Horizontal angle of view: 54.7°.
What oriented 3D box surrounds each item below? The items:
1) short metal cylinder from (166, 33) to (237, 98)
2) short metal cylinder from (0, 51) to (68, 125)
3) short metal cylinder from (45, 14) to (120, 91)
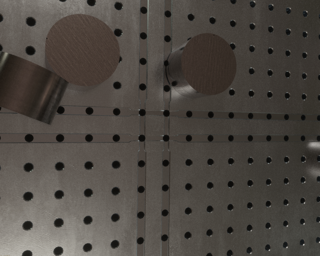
[{"bbox_3d":[0.055,-0.082,0.421,0.081,0.050,0.079,0,90,-21],"label":"short metal cylinder"},{"bbox_3d":[-0.146,-0.041,0.330,0.080,0.080,0.050,23,83,-19],"label":"short metal cylinder"},{"bbox_3d":[-0.093,-0.086,0.365,0.081,0.050,0.079,0,90,-21],"label":"short metal cylinder"}]
